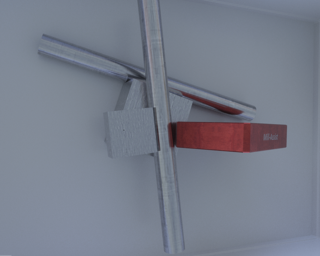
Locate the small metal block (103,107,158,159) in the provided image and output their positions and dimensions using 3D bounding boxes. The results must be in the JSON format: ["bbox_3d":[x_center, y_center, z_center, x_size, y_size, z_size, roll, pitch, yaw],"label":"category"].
[{"bbox_3d":[-0.033,0.005,0.344,0.050,0.025,0.050,-7,92,-21],"label":"small metal block"}]

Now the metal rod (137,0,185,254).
[{"bbox_3d":[0.001,-0.006,0.357,0.025,0.025,0.298,-7,93,-20],"label":"metal rod"}]

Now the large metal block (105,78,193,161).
[{"bbox_3d":[-0.015,-0.008,0.391,0.081,0.050,0.080,19,84,-20],"label":"large metal block"}]

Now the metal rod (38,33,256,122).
[{"bbox_3d":[-0.001,-0.060,0.410,0.302,0.025,0.025,15,85,-20],"label":"metal rod"}]

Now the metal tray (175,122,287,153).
[{"bbox_3d":[0.091,0.009,0.381,0.131,0.090,0.030,1,91,-52],"label":"metal tray"}]
